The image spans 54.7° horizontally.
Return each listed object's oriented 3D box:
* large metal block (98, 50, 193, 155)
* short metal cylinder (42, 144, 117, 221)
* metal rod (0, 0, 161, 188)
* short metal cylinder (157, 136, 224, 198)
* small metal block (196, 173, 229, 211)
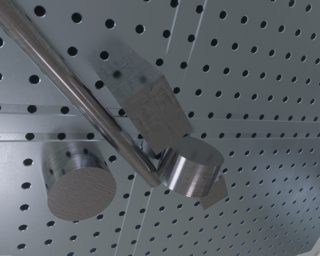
[{"bbox_3d":[-0.017,-0.030,0.348,0.050,0.080,0.080,-36,129,-5],"label":"large metal block"},{"bbox_3d":[-0.100,0.067,0.382,0.081,0.050,0.079,-14,124,-21],"label":"short metal cylinder"},{"bbox_3d":[-0.075,-0.017,0.359,0.025,0.025,0.300,-38,130,-3],"label":"metal rod"},{"bbox_3d":[0.042,0.051,0.431,0.081,0.080,0.050,6,116,-31],"label":"short metal cylinder"},{"bbox_3d":[0.084,0.103,0.521,0.050,0.025,0.050,-28,128,-11],"label":"small metal block"}]
